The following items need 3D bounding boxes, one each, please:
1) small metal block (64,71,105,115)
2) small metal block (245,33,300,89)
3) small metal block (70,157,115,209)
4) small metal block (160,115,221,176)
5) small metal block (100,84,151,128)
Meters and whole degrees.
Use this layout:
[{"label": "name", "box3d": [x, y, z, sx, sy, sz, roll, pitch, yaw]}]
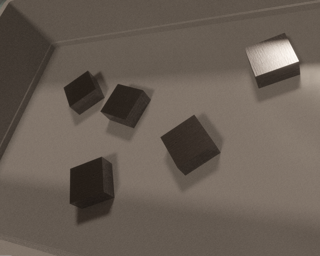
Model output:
[{"label": "small metal block", "box3d": [-0.124, -0.058, 0.504, 0.050, 0.025, 0.050, -34, 52, 5]}, {"label": "small metal block", "box3d": [0.139, -0.083, 0.384, 0.050, 0.025, 0.050, -19, 55, 17]}, {"label": "small metal block", "box3d": [-0.090, 0.072, 0.407, 0.050, 0.025, 0.050, -21, 54, 15]}, {"label": "small metal block", "box3d": [0.036, 0.020, 0.373, 0.050, 0.025, 0.050, -34, 52, 5]}, {"label": "small metal block", "box3d": [-0.050, -0.033, 0.450, 0.050, 0.025, 0.050, 18, 71, 34]}]
